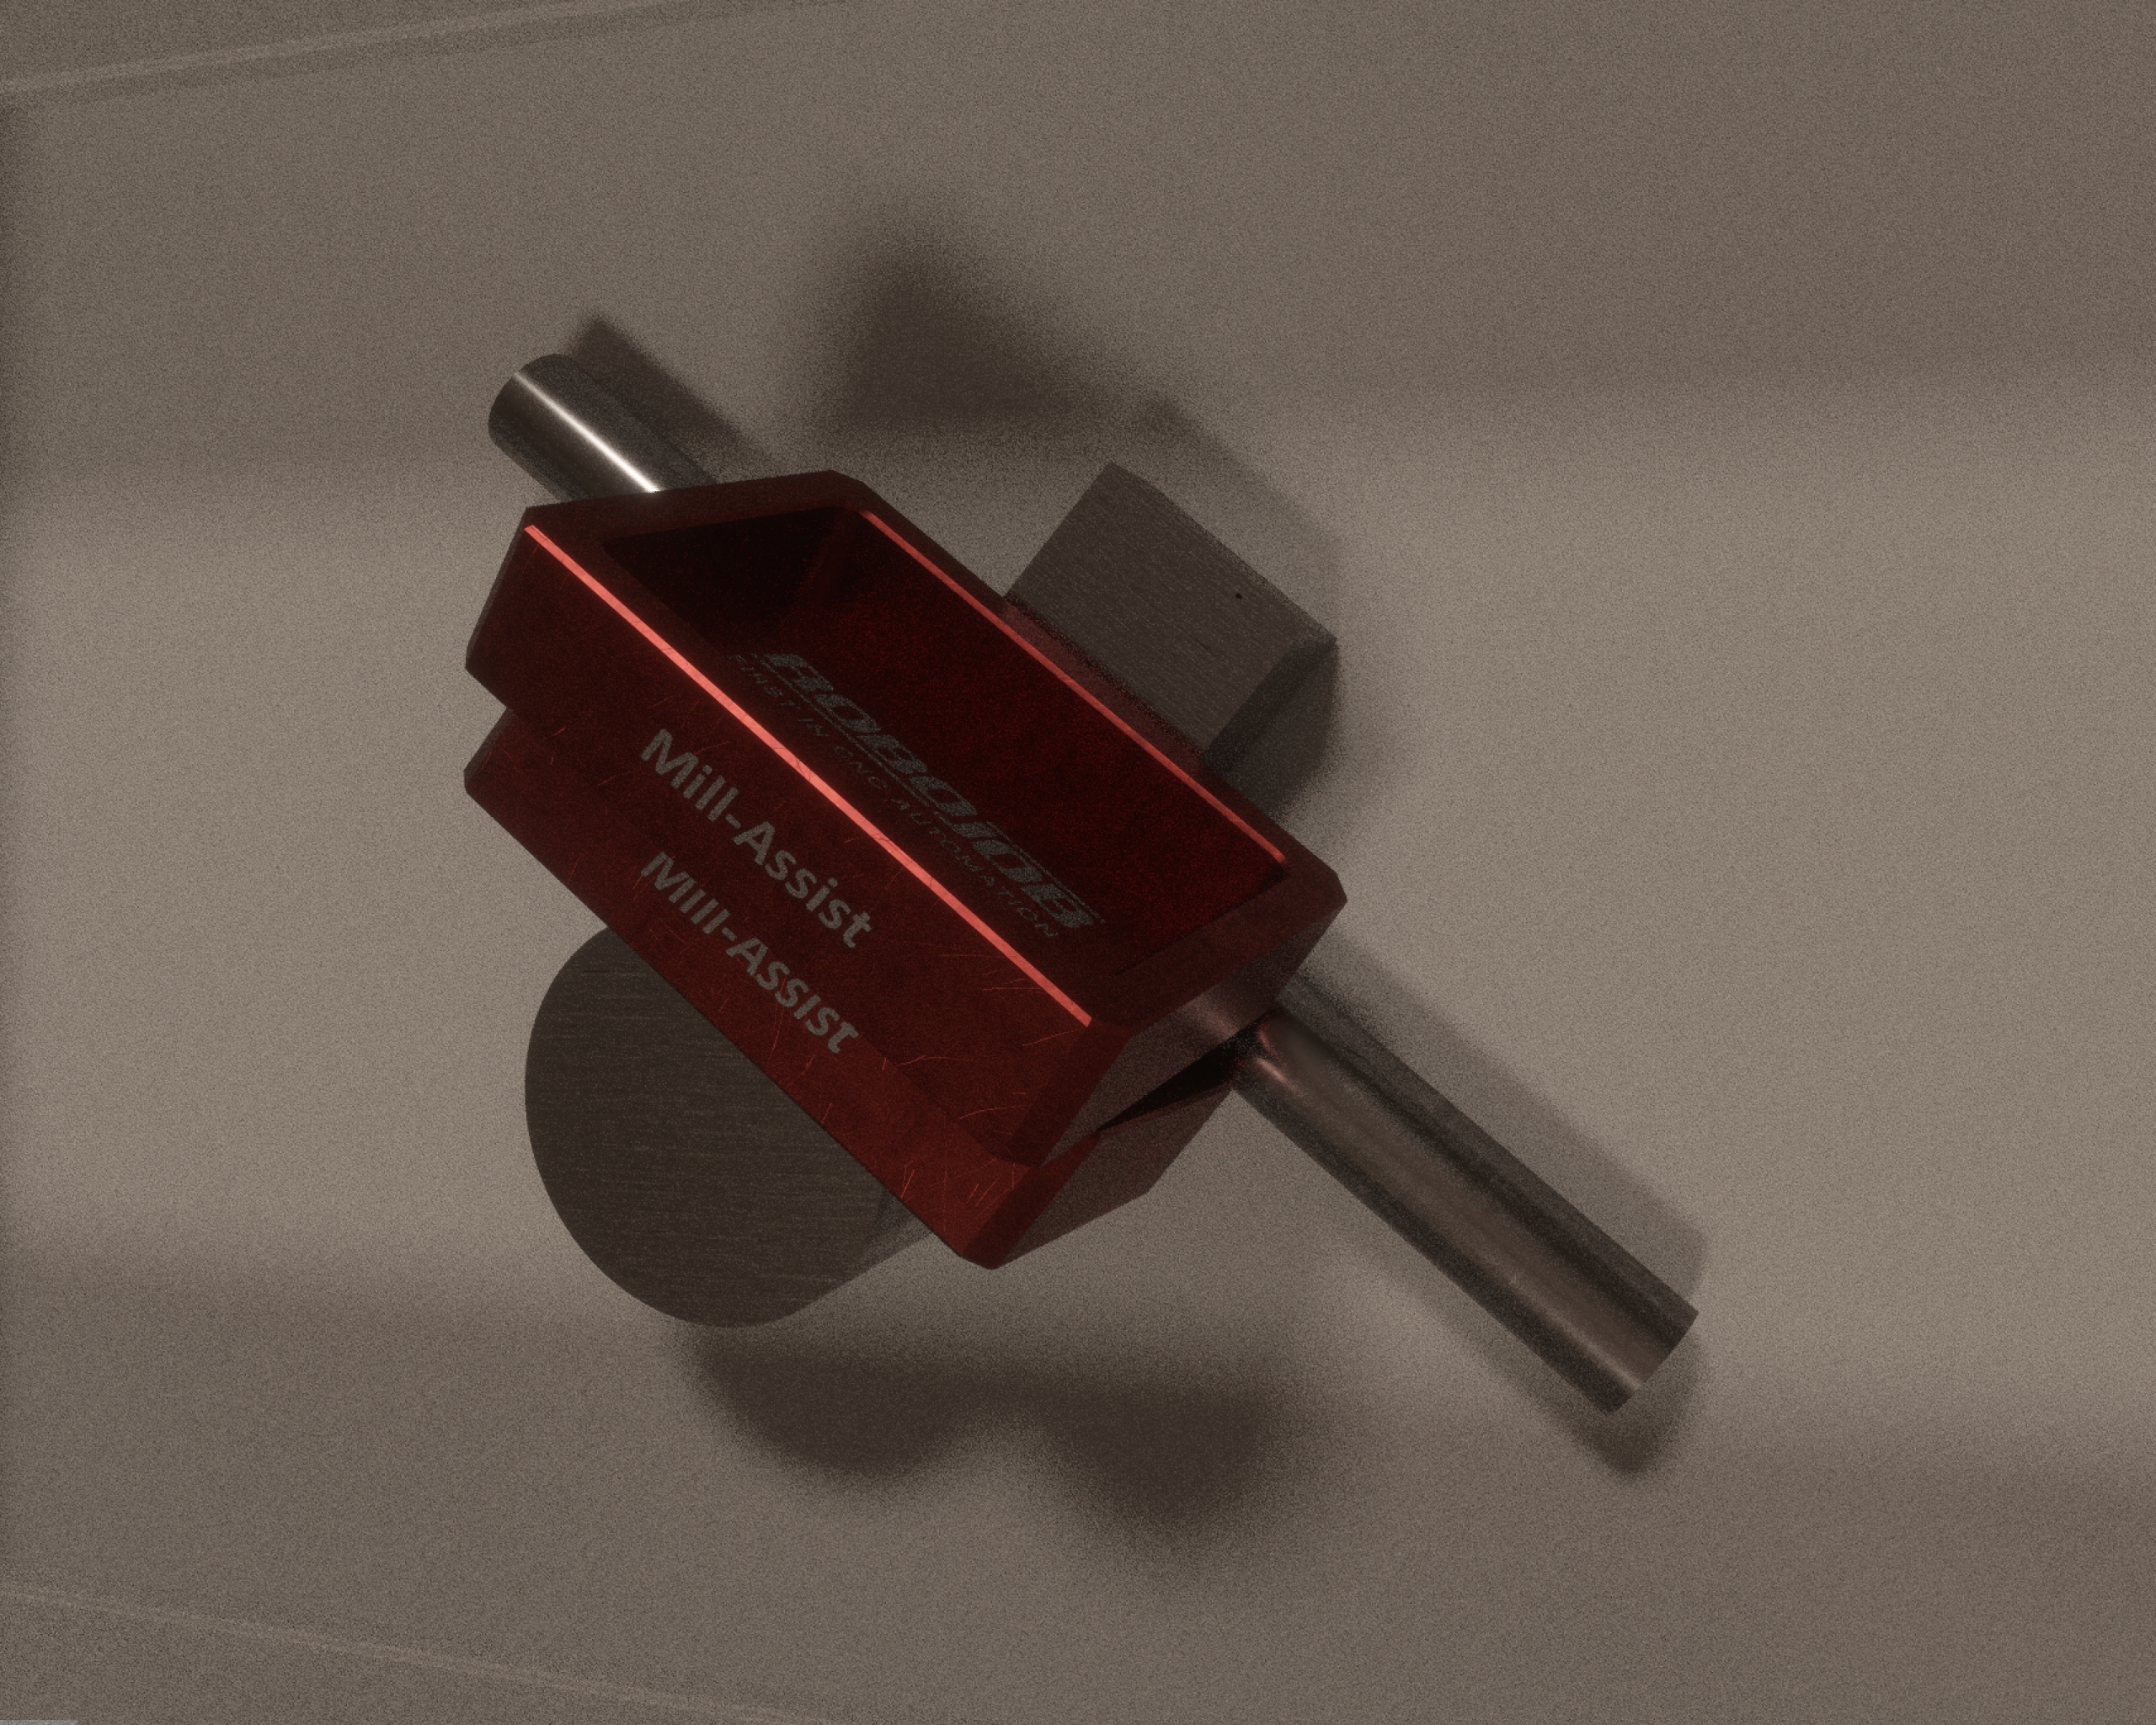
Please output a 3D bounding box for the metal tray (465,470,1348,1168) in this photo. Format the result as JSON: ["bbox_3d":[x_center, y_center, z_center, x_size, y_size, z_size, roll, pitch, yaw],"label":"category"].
[{"bbox_3d":[-0.027,-0.015,0.356,0.130,0.091,0.030,41,120,15],"label":"metal tray"}]

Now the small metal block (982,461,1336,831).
[{"bbox_3d":[0.013,-0.041,0.404,0.050,0.025,0.050,42,103,14],"label":"small metal block"}]

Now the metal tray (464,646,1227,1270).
[{"bbox_3d":[-0.039,0.014,0.387,0.130,0.090,0.030,41,103,15],"label":"metal tray"}]

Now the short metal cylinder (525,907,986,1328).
[{"bbox_3d":[-0.060,0.045,0.410,0.080,0.050,0.079,4,98,24],"label":"short metal cylinder"}]

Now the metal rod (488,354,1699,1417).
[{"bbox_3d":[-0.007,-0.005,0.412,0.300,0.025,0.025,41,103,15],"label":"metal rod"}]
